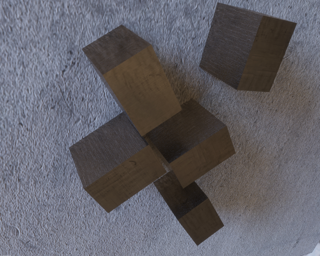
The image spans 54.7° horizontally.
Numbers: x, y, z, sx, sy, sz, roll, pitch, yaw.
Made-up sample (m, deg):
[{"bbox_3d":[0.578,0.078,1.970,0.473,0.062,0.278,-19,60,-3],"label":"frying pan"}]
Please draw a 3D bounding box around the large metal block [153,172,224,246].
[{"bbox_3d":[0.043,0.115,0.465,0.050,0.080,0.080,-35,129,-5],"label":"large metal block"}]

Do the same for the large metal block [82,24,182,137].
[{"bbox_3d":[-0.030,-0.051,0.323,0.050,0.080,0.080,-34,129,-6],"label":"large metal block"}]

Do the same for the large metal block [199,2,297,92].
[{"bbox_3d":[0.098,-0.096,0.366,0.050,0.080,0.079,0,119,-28],"label":"large metal block"}]

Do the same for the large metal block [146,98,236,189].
[{"bbox_3d":[0.036,0.017,0.401,0.080,0.080,0.050,-33,129,-7],"label":"large metal block"}]

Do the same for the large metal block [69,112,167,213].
[{"bbox_3d":[-0.052,0.037,0.366,0.080,0.080,0.050,-34,129,-6],"label":"large metal block"}]
